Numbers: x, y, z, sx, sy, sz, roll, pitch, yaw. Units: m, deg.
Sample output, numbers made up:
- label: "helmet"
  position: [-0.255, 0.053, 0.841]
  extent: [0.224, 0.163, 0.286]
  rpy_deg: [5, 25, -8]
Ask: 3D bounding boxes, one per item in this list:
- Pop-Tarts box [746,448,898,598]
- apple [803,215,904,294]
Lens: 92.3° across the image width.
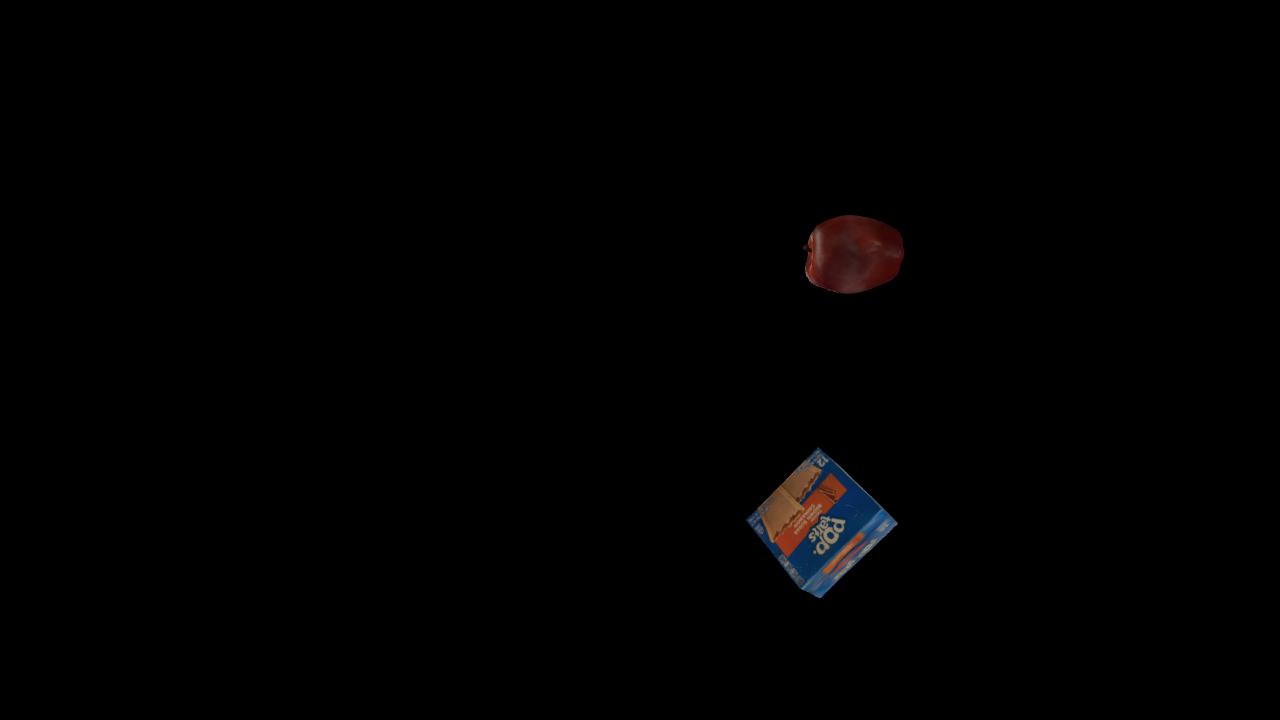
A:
- label: "Pop-Tarts box"
  position: [0.276, 0.249, 0.946]
  extent: [0.083, 0.167, 0.141]
  rpy_deg: [35, 11, -43]
- label: "apple"
  position: [0.204, -0.102, 0.595]
  extent: [0.093, 0.079, 0.079]
  rpy_deg: [4, 0, 1]
